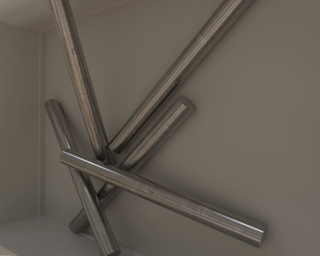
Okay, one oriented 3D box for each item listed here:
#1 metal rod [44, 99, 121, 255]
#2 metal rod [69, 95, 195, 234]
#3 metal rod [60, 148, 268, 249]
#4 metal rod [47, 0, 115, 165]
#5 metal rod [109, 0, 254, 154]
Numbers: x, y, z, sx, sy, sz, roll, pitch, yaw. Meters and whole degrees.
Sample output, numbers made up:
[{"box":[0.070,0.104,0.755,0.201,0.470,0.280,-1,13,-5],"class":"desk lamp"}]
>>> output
[{"box":[-0.131,0.062,0.487,0.025,0.025,0.300,-52,53,27],"class":"metal rod"},{"box":[-0.054,0.067,0.448,0.299,0.025,0.025,-48,62,28],"class":"metal rod"},{"box":[-0.018,0.078,0.395,0.300,0.025,0.025,16,100,31],"class":"metal rod"},{"box":[-0.106,-0.072,0.409,0.025,0.025,0.298,12,124,39],"class":"metal rod"},{"box":[0.023,-0.069,0.386,0.299,0.025,0.025,-48,62,29],"class":"metal rod"}]
